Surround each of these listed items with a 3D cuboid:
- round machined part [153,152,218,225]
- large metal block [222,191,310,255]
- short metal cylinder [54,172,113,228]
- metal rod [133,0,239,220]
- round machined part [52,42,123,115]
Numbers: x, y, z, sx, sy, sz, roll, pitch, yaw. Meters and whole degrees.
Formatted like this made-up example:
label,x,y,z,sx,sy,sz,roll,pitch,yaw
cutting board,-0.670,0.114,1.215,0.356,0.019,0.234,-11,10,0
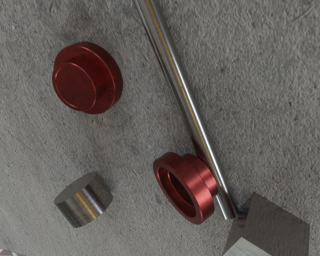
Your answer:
label,x,y,z,sx,sy,sz,roll,pitch,yaw
round machined part,0.037,0.072,0.403,0.098,0.042,0.097,45,155,29
large metal block,0.134,0.141,0.388,0.080,0.080,0.050,31,128,8
short metal cylinder,-0.125,0.116,0.509,0.080,0.080,0.050,-23,106,36
metal rod,0.040,-0.011,0.378,0.025,0.025,0.299,-11,113,33
round machined part,-0.102,-0.061,0.412,0.098,0.042,0.097,13,124,21
